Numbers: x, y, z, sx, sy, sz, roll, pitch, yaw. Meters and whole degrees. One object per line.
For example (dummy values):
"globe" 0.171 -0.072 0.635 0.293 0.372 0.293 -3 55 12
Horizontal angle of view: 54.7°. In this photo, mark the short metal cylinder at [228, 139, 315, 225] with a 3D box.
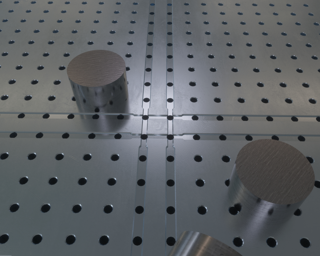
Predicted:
"short metal cylinder" 0.120 0.059 0.343 0.081 0.050 0.080 0 50 0

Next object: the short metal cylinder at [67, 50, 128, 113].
"short metal cylinder" -0.088 -0.068 0.448 0.081 0.050 0.080 0 50 0

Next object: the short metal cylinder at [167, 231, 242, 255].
"short metal cylinder" 0.039 0.133 0.260 0.080 0.080 0.050 26 55 20
